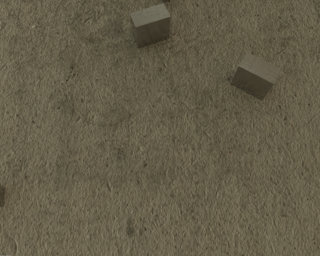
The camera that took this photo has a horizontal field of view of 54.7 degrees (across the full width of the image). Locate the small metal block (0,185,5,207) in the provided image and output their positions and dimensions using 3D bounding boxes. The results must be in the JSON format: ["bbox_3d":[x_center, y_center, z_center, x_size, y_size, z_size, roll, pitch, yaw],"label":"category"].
[{"bbox_3d":[-0.220,0.081,0.364,0.050,0.050,0.025,-6,70,-2],"label":"small metal block"}]

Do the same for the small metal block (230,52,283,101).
[{"bbox_3d":[0.129,-0.069,0.421,0.050,0.050,0.025,30,73,10],"label":"small metal block"}]

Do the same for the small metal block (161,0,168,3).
[{"bbox_3d":[0.007,-0.237,0.494,0.050,0.025,0.050,42,75,13],"label":"small metal block"}]

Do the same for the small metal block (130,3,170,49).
[{"bbox_3d":[-0.014,-0.147,0.448,0.050,0.050,0.025,-20,72,-7],"label":"small metal block"}]
